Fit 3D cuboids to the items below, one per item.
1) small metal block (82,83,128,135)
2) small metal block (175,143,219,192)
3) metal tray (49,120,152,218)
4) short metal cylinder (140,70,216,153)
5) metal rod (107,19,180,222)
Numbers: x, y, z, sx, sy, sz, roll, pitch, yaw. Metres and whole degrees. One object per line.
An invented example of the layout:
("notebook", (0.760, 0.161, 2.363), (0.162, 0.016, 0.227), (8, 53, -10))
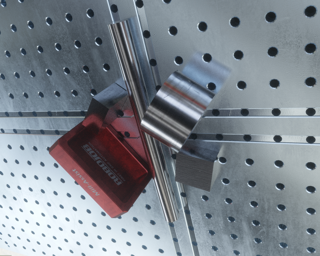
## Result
("small metal block", (-0.073, -0.026, 0.414), (0.025, 0.050, 0.050), (36, 129, 4))
("small metal block", (0.049, 0.052, 0.417), (0.050, 0.025, 0.050), (14, 124, 20))
("metal tray", (-0.078, 0.050, 0.438), (0.130, 0.090, 0.030), (48, 129, -6))
("short metal cylinder", (0.021, -0.018, 0.352), (0.050, 0.080, 0.079), (33, 129, 6))
("metal rod", (-0.015, 0.008, 0.422), (0.025, 0.025, 0.298), (0, 119, 28))
